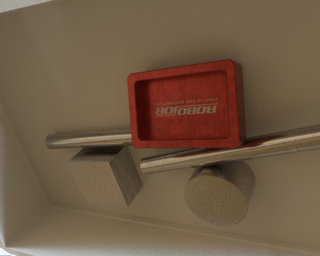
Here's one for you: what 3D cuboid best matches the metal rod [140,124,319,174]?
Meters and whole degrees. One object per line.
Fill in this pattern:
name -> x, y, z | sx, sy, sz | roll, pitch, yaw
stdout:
metal rod -> 0.098, 0.024, 0.350 | 0.300, 0.025, 0.025 | -14, 111, 36

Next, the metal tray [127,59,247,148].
metal tray -> 0.027, -0.023, 0.353 | 0.130, 0.030, 0.089 | -3, 93, 29

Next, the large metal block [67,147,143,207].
large metal block -> -0.083, 0.073, 0.479 | 0.080, 0.050, 0.080 | -4, 117, 29

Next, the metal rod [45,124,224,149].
metal rod -> -0.050, 0.013, 0.441 | 0.300, 0.025, 0.025 | -4, 116, 29

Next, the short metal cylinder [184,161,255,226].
short metal cylinder -> 0.077, 0.079, 0.400 | 0.080, 0.050, 0.079 | 13, 124, 20
